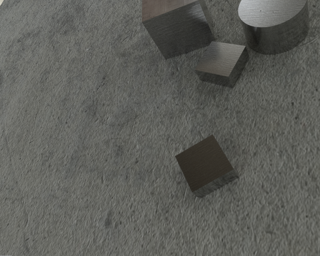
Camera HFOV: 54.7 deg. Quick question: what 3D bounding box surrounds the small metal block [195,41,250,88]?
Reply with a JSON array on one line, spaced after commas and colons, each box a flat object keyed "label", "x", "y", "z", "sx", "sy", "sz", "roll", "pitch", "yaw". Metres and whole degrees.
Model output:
[{"label": "small metal block", "x": 0.083, "y": -0.085, "z": 0.413, "sx": 0.050, "sy": 0.025, "sz": 0.050, "roll": 20, "pitch": 72, "yaw": 35}]

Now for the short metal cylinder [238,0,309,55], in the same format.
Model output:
[{"label": "short metal cylinder", "x": 0.147, "y": -0.142, "z": 0.398, "sx": 0.080, "sy": 0.050, "sz": 0.080, "roll": -13, "pitch": 56, "yaw": 21}]

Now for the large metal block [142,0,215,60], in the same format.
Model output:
[{"label": "large metal block", "x": 0.028, "y": -0.155, "z": 0.449, "sx": 0.080, "sy": 0.080, "sz": 0.050, "roll": -14, "pitch": 56, "yaw": 20}]

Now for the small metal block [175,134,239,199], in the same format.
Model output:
[{"label": "small metal block", "x": 0.052, "y": 0.044, "z": 0.350, "sx": 0.050, "sy": 0.025, "sz": 0.050, "roll": -31, "pitch": 52, "yaw": 8}]
